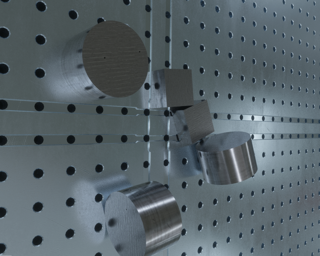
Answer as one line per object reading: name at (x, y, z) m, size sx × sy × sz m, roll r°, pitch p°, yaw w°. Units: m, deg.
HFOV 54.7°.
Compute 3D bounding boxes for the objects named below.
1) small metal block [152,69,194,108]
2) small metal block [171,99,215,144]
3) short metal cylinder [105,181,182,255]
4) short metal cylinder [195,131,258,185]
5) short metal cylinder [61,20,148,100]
small metal block at (0.018, -0.054, 0.424) m, size 0.050 × 0.025 × 0.050 m, roll -8°, pitch 95°, yaw -40°
small metal block at (0.049, -0.010, 0.450) m, size 0.050 × 0.025 × 0.050 m, roll -26°, pitch 107°, yaw -37°
short metal cylinder at (-0.021, 0.106, 0.356) m, size 0.050 × 0.080 × 0.079 m, roll -9°, pitch 96°, yaw -40°
short metal cylinder at (0.097, 0.042, 0.455) m, size 0.081 × 0.080 × 0.050 m, roll -26°, pitch 106°, yaw -37°
short metal cylinder at (-0.060, -0.072, 0.342) m, size 0.081 × 0.050 × 0.079 m, roll 0°, pitch 90°, yaw -40°
